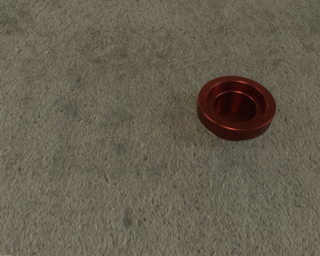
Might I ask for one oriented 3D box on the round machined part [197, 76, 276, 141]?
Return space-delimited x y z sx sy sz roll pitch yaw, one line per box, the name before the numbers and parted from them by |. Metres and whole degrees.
round machined part | 0.098 -0.021 0.411 0.099 0.042 0.098 0 50 0
